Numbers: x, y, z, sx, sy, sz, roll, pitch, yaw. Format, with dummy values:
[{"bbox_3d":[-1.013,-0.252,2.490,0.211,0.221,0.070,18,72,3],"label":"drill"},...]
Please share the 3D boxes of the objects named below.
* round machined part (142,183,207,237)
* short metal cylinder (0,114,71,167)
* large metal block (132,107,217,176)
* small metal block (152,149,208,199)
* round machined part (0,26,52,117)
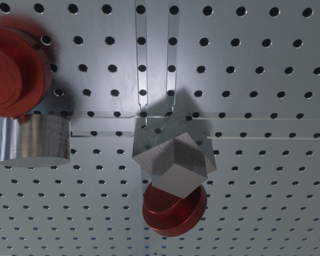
[{"bbox_3d":[0.015,0.103,0.452,0.098,0.098,0.042,-24,127,19],"label":"round machined part"},{"bbox_3d":[-0.153,0.018,0.385,0.081,0.050,0.080,-5,166,-1],"label":"short metal cylinder"},{"bbox_3d":[0.020,0.031,0.421,0.080,0.050,0.080,-26,126,20],"label":"large metal block"},{"bbox_3d":[0.024,0.060,0.397,0.050,0.025,0.050,27,125,-21],"label":"small metal block"},{"bbox_3d":[-0.172,-0.057,0.331,0.099,0.042,0.097,0,111,1],"label":"round machined part"}]
